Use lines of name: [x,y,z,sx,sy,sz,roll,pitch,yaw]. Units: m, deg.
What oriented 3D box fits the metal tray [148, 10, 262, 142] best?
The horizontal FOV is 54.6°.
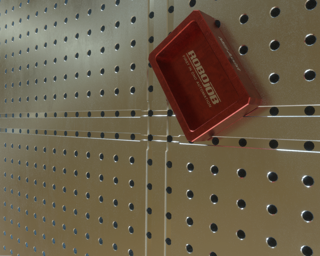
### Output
metal tray: [0.047,-0.060,0.367,0.090,0.030,0.130,-38,67,33]
